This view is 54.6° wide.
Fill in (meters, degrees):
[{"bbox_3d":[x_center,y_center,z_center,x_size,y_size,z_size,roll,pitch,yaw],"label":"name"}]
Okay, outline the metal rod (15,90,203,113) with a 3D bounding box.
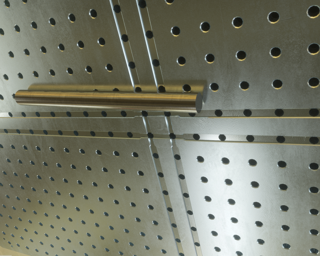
[{"bbox_3d":[-0.088,-0.040,0.433,0.300,0.025,0.025,4,120,26],"label":"metal rod"}]
